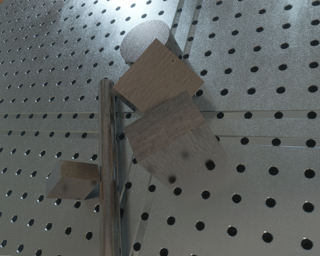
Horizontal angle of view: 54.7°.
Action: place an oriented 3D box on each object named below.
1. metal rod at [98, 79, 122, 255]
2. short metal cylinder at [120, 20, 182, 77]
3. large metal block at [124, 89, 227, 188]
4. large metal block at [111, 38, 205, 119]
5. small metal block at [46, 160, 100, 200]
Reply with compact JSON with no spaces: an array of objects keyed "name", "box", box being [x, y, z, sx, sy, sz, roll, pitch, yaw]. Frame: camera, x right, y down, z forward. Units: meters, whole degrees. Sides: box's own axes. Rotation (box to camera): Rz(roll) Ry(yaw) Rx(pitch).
[{"name":"metal rod","box":[-0.068,0.053,0.409,0.025,0.025,0.299,-20,54,16]},{"name":"short metal cylinder","box":[-0.013,-0.116,0.468,0.080,0.050,0.080,-13,56,20]},{"name":"large metal block","box":[0.019,0.016,0.352,0.080,0.080,0.050,-31,52,8]},{"name":"large metal block","box":[-0.005,-0.053,0.399,0.080,0.080,0.050,-50,9,-8]},{"name":"small metal block","box":[-0.112,0.068,0.396,0.050,0.050,0.025,-48,44,35]}]
